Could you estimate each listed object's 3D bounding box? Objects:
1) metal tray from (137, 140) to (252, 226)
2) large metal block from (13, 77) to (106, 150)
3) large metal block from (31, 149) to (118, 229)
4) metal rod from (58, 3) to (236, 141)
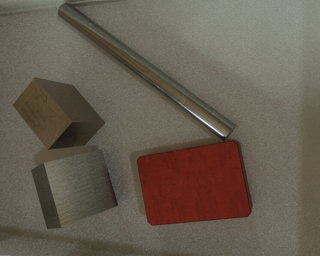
[{"bbox_3d":[0.042,0.070,0.392,0.130,0.030,0.089,-11,86,19],"label":"metal tray"},{"bbox_3d":[-0.136,-0.019,0.428,0.050,0.080,0.080,-46,76,14],"label":"large metal block"},{"bbox_3d":[-0.113,0.080,0.412,0.050,0.081,0.080,-25,81,48],"label":"large metal block"},{"bbox_3d":[-0.028,-0.084,0.419,0.300,0.025,0.025,38,102,15],"label":"metal rod"}]
